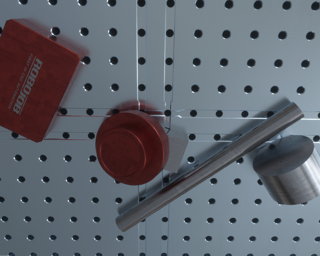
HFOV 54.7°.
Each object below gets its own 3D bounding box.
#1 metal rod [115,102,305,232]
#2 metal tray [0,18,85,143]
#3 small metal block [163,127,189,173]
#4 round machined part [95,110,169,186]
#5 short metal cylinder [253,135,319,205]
[{"bbox_3d":[0.062,0.060,0.436,0.300,0.025,0.025,-35,107,11],"label":"metal rod"},{"bbox_3d":[-0.163,-0.057,0.388,0.090,0.030,0.129,28,107,-10],"label":"metal tray"},{"bbox_3d":[0.006,0.029,0.424,0.050,0.025,0.050,16,109,-6],"label":"small metal block"},{"bbox_3d":[-0.041,0.028,0.396,0.098,0.042,0.097,5,104,20],"label":"round machined part"},{"bbox_3d":[0.171,0.054,0.406,0.080,0.080,0.050,-32,107,10],"label":"short metal cylinder"}]
